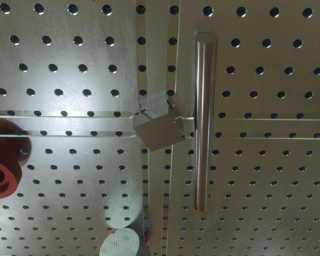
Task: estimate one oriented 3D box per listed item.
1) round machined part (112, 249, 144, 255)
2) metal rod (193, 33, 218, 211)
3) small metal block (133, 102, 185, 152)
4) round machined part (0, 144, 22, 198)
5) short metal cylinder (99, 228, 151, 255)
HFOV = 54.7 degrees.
[{"bbox_3d":[-0.069,0.282,0.603,0.098,0.098,0.042,-10,130,8],"label":"round machined part"},{"bbox_3d":[0.059,0.017,0.426,0.025,0.025,0.298,-3,130,2],"label":"metal rod"},{"bbox_3d":[-0.001,-0.001,0.411,0.050,0.025,0.050,-21,127,17],"label":"small metal block"},{"bbox_3d":[-0.249,0.056,0.446,0.099,0.042,0.097,0,130,0],"label":"round machined part"},{"bbox_3d":[-0.064,0.235,0.575,0.080,0.080,0.050,-18,128,14],"label":"short metal cylinder"}]
